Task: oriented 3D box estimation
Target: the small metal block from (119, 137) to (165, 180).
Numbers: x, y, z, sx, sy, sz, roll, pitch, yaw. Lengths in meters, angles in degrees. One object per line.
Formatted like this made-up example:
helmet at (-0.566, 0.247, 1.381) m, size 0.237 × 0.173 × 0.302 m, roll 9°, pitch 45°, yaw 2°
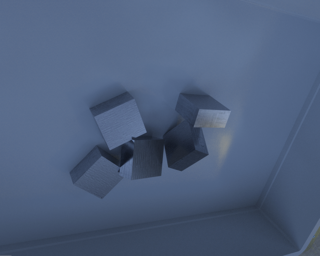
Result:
small metal block at (-0.023, 0.038, 0.404) m, size 0.050 × 0.025 × 0.050 m, roll 0°, pitch 97°, yaw -43°

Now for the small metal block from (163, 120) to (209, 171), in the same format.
small metal block at (0.033, 0.023, 0.415) m, size 0.025 × 0.050 × 0.050 m, roll 22°, pitch 134°, yaw -37°

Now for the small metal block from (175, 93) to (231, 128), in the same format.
small metal block at (0.056, -0.023, 0.411) m, size 0.050 × 0.050 × 0.025 m, roll 1°, pitch 118°, yaw -29°

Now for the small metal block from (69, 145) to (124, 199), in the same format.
small metal block at (-0.079, 0.058, 0.403) m, size 0.050 × 0.025 × 0.050 m, roll -45°, pitch 130°, yaw 3°

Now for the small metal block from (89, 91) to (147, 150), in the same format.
small metal block at (-0.050, -0.009, 0.375) m, size 0.050 × 0.025 × 0.050 m, roll -26°, pitch 124°, yaw -13°
